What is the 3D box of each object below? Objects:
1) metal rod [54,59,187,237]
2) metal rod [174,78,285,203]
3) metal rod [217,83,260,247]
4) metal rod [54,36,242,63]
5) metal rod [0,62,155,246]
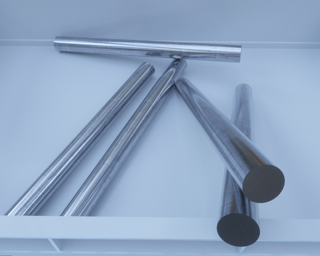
[{"bbox_3d":[-0.033,0.000,0.404,0.025,0.025,0.301,20,53,16],"label":"metal rod"},{"bbox_3d":[0.047,-0.015,0.320,0.025,0.025,0.300,-4,19,-4],"label":"metal rod"},{"bbox_3d":[0.084,0.004,0.319,0.025,0.025,0.301,13,25,10],"label":"metal rod"},{"bbox_3d":[-0.028,-0.124,0.485,0.301,0.025,0.025,7,50,15],"label":"metal rod"},{"bbox_3d":[-0.090,0.009,0.396,0.025,0.025,0.301,22,53,18],"label":"metal rod"}]
